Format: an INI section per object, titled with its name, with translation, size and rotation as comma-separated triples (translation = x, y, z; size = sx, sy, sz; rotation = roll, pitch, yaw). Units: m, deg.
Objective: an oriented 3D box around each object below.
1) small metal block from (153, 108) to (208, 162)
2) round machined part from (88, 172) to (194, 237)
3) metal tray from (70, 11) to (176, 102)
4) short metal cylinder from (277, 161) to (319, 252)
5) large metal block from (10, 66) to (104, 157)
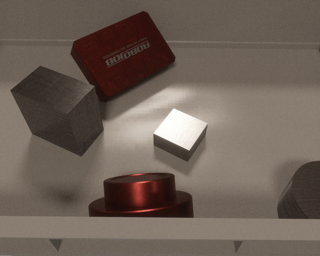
[small metal block]
translation = 0.026, 0.008, 0.398
size = 0.050, 0.025, 0.050
rotation = 25, 54, 19
[round machined part]
translation = -0.019, 0.068, 0.298
size = 0.099, 0.098, 0.042
rotation = -4, 88, -4
[metal tray]
translation = -0.052, -0.108, 0.461
size = 0.131, 0.030, 0.090
rotation = -34, 93, -25
[short metal cylinder]
translation = 0.171, 0.081, 0.323
size = 0.081, 0.050, 0.080
rotation = 0, 50, 0
[large metal block]
translation = -0.123, -0.020, 0.385
size = 0.080, 0.080, 0.050
rotation = 22, 53, 17
